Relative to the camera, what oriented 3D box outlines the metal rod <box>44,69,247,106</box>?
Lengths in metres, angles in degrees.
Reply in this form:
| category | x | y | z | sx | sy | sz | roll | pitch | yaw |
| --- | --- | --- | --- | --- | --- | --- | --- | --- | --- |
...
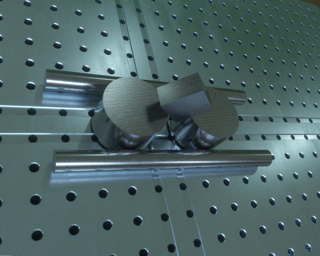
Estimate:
| category | x | y | z | sx | sy | sz | roll | pitch | yaw |
| --- | --- | --- | --- | --- | --- | --- | --- | --- | --- |
| metal rod | -0.001 | -0.053 | 0.436 | 0.303 | 0.025 | 0.025 | 2 | 61 | -27 |

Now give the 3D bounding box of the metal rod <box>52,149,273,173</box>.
| category | x | y | z | sx | sy | sz | roll | pitch | yaw |
| --- | --- | --- | --- | --- | --- | --- | --- | --- | --- |
| metal rod | 0.024 | 0.040 | 0.392 | 0.303 | 0.025 | 0.025 | 2 | 61 | -27 |

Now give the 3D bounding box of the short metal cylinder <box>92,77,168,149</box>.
| category | x | y | z | sx | sy | sz | roll | pitch | yaw |
| --- | --- | --- | --- | --- | --- | --- | --- | --- | --- |
| short metal cylinder | -0.037 | -0.014 | 0.377 | 0.081 | 0.050 | 0.080 | 14 | 56 | -21 |

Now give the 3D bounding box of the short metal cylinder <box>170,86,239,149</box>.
| category | x | y | z | sx | sy | sz | roll | pitch | yaw |
| --- | --- | --- | --- | --- | --- | --- | --- | --- | --- |
| short metal cylinder | 0.060 | -0.011 | 0.427 | 0.081 | 0.050 | 0.080 | 14 | 56 | -21 |

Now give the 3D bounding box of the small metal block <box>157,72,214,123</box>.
| category | x | y | z | sx | sy | sz | roll | pitch | yaw |
| --- | --- | --- | --- | --- | --- | --- | --- | --- | --- |
| small metal block | 0.031 | -0.034 | 0.366 | 0.050 | 0.050 | 0.025 | 45 | 29 | -59 |
